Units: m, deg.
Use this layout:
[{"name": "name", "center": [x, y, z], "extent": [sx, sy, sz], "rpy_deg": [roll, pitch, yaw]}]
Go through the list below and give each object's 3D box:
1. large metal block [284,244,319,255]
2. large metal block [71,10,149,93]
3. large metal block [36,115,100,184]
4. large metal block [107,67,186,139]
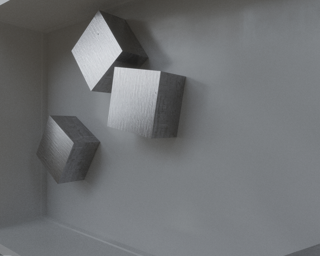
[{"name": "large metal block", "center": [0.145, 0.140, 0.242], "extent": [0.050, 0.081, 0.080], "rpy_deg": [-9, 82, 58]}, {"name": "large metal block", "center": [-0.075, -0.108, 0.453], "extent": [0.080, 0.050, 0.080], "rpy_deg": [-43, 64, 31]}, {"name": "large metal block", "center": [-0.156, 0.034, 0.519], "extent": [0.080, 0.050, 0.079], "rpy_deg": [40, 114, 32]}, {"name": "large metal block", "center": [-0.019, -0.034, 0.406], "extent": [0.080, 0.050, 0.079], "rpy_deg": [14, 99, 39]}]
